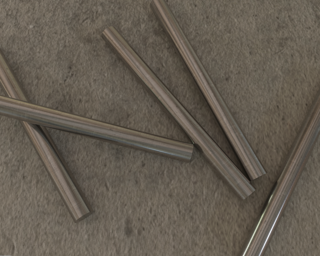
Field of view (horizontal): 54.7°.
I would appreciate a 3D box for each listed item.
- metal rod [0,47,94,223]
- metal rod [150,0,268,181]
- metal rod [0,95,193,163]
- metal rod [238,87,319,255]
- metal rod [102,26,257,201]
[{"bbox_3d":[-0.173,-0.012,0.410,0.025,0.025,0.299,-32,73,-11],"label":"metal rod"},{"bbox_3d":[0.059,-0.066,0.432,0.025,0.025,0.299,-24,72,-9],"label":"metal rod"},{"bbox_3d":[-0.107,-0.005,0.389,0.302,0.025,0.025,15,71,-3],"label":"metal rod"},{"bbox_3d":[0.176,0.037,0.396,0.025,0.025,0.300,30,72,10],"label":"metal rod"},{"bbox_3d":[0.016,-0.029,0.418,0.025,0.025,0.300,-36,74,-12],"label":"metal rod"}]
